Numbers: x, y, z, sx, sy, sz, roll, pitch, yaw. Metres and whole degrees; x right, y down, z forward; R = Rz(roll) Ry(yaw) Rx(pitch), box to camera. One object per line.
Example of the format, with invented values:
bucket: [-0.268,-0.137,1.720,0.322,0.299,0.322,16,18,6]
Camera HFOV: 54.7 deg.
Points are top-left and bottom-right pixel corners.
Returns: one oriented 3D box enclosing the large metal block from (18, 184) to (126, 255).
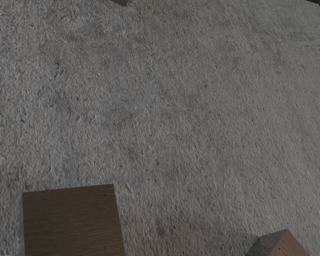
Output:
large metal block: [-0.082,0.101,0.282,0.081,0.050,0.080,0,62,-28]

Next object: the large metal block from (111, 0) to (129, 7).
large metal block: [-0.079,-0.256,0.501,0.081,0.050,0.080,18,55,-18]

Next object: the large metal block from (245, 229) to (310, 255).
large metal block: [0.137,0.177,0.353,0.081,0.050,0.080,-32,80,-38]
